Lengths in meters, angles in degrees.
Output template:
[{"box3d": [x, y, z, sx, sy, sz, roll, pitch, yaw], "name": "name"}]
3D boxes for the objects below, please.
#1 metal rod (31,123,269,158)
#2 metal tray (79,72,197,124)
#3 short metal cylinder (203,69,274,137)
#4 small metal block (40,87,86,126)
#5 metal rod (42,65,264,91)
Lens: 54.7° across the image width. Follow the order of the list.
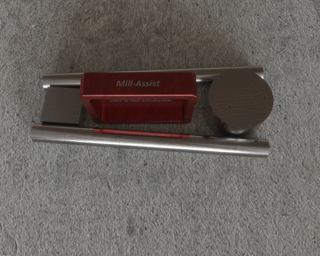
[{"box3d": [-0.013, 0.016, 0.403, 0.302, 0.025, 0.025, 4, 70, 1], "name": "metal rod"}, {"box3d": [-0.024, -0.034, 0.386, 0.131, 0.090, 0.030, 0, 70, 0], "name": "metal tray"}, {"box3d": [0.100, -0.030, 0.407, 0.081, 0.050, 0.080, 0, 70, 0], "name": "short metal cylinder"}, {"box3d": [-0.128, -0.027, 0.419, 0.050, 0.025, 0.050, 4, 70, 1], "name": "small metal block"}, {"box3d": [-0.008, -0.070, 0.435, 0.302, 0.025, 0.025, -2, 70, -1], "name": "metal rod"}]
